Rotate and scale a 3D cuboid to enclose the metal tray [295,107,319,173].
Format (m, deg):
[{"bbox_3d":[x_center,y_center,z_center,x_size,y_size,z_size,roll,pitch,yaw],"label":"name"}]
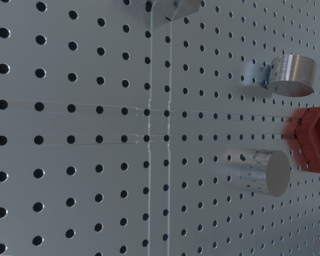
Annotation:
[{"bbox_3d":[0.358,0.028,0.705,0.090,0.030,0.130,-47,118,-30],"label":"metal tray"}]

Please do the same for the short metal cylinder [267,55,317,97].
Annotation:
[{"bbox_3d":[0.246,-0.096,0.579,0.080,0.080,0.050,22,76,-38],"label":"short metal cylinder"}]

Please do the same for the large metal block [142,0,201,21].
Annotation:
[{"bbox_3d":[0.013,-0.201,0.403,0.080,0.050,0.080,20,77,-38],"label":"large metal block"}]

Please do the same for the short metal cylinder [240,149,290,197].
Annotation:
[{"bbox_3d":[0.188,0.078,0.550,0.081,0.050,0.080,0,90,-40],"label":"short metal cylinder"}]
